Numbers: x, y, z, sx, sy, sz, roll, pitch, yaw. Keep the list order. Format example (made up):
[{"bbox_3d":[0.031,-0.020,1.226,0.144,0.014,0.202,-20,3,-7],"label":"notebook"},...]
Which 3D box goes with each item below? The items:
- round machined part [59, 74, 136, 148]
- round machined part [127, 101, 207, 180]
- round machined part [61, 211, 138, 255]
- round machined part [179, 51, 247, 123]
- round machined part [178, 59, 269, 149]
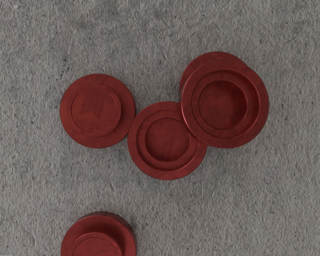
[{"bbox_3d":[-0.081,-0.022,0.401,0.099,0.042,0.097,0,90,0],"label":"round machined part"},{"bbox_3d":[0.010,0.015,0.399,0.099,0.042,0.097,0,94,3],"label":"round machined part"},{"bbox_3d":[-0.080,0.162,0.401,0.099,0.042,0.097,0,90,0],"label":"round machined part"},{"bbox_3d":[0.075,-0.051,0.402,0.099,0.042,0.097,0,90,0],"label":"round machined part"},{"bbox_3d":[0.070,-0.026,0.356,0.099,0.042,0.097,0,87,-6],"label":"round machined part"}]
